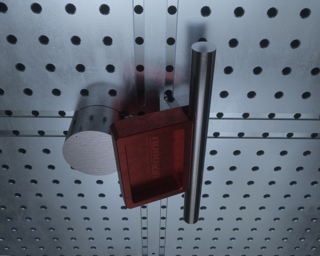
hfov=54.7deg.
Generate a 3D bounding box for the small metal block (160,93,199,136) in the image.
[{"bbox_3d":[0.031,-0.015,0.399,0.050,0.025,0.050,-12,130,9],"label":"small metal block"}]

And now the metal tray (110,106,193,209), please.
[{"bbox_3d":[-0.008,0.041,0.391,0.091,0.030,0.129,-14,132,-14],"label":"metal tray"}]

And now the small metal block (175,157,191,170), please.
[{"bbox_3d":[0.020,0.052,0.455,0.050,0.025,0.050,32,123,-25],"label":"small metal block"}]

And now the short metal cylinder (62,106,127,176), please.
[{"bbox_3d":[-0.082,0.017,0.408,0.081,0.050,0.079,0,130,0],"label":"short metal cylinder"}]

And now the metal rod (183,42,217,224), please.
[{"bbox_3d":[0.047,0.032,0.406,0.025,0.025,0.298,-1,130,0],"label":"metal rod"}]
